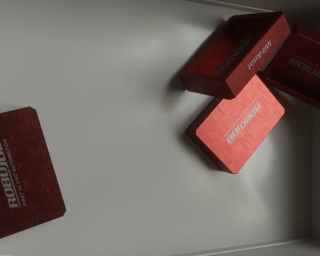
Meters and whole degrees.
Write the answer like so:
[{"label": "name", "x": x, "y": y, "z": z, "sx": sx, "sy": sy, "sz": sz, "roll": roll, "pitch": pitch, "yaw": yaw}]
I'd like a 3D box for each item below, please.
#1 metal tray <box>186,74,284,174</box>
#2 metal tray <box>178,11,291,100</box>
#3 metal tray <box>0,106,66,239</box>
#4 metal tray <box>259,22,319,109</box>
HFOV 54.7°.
[{"label": "metal tray", "x": 0.112, "y": -0.010, "z": 0.451, "sx": 0.090, "sy": 0.030, "sz": 0.130, "roll": 46, "pitch": 76, "yaw": -15}, {"label": "metal tray", "x": 0.096, "y": -0.099, "z": 0.410, "sx": 0.130, "sy": 0.090, "sz": 0.030, "roll": -48, "pitch": 124, "yaw": -14}, {"label": "metal tray", "x": -0.168, "y": 0.049, "z": 0.346, "sx": 0.091, "sy": 0.030, "sz": 0.129, "roll": -17, "pitch": 96, "yaw": -20}, {"label": "metal tray", "x": 0.221, "y": -0.081, "z": 0.440, "sx": 0.131, "sy": 0.089, "sz": 0.030, "roll": 25, "pitch": 49, "yaw": -1}]
